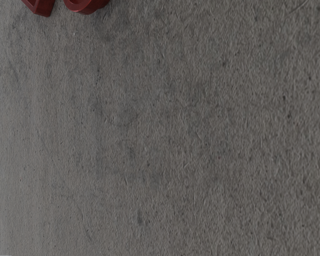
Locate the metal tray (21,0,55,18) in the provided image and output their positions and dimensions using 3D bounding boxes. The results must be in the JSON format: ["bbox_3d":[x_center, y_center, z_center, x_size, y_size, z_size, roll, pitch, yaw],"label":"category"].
[{"bbox_3d":[-0.242,-0.286,0.601,0.130,0.030,0.089,45,117,30],"label":"metal tray"}]

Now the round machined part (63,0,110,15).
[{"bbox_3d":[-0.108,-0.226,0.483,0.098,0.042,0.097,0,90,40],"label":"round machined part"}]
